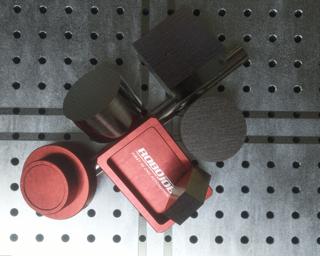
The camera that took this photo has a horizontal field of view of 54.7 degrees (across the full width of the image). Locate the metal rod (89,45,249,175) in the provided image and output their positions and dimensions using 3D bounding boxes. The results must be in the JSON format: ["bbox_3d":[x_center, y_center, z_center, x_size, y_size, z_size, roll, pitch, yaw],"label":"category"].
[{"bbox_3d":[-0.009,-0.009,0.415,0.300,0.025,0.025,-37,90,0],"label":"metal rod"}]

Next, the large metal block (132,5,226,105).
[{"bbox_3d":[0.026,-0.090,0.389,0.080,0.050,0.080,-37,71,0],"label":"large metal block"}]

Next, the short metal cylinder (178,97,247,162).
[{"bbox_3d":[0.065,0.002,0.401,0.081,0.050,0.079,0,90,0],"label":"short metal cylinder"}]

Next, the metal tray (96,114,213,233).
[{"bbox_3d":[-0.006,0.058,0.396,0.090,0.030,0.130,-38,103,0],"label":"metal tray"}]

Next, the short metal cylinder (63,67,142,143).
[{"bbox_3d":[-0.070,-0.028,0.380,0.080,0.050,0.080,-15,51,20],"label":"short metal cylinder"}]

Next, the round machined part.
[{"bbox_3d":[-0.134,0.069,0.391,0.098,0.042,0.097,2,96,15],"label":"round machined part"}]

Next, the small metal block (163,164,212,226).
[{"bbox_3d":[0.033,0.080,0.372,0.025,0.050,0.050,35,125,-2],"label":"small metal block"}]
